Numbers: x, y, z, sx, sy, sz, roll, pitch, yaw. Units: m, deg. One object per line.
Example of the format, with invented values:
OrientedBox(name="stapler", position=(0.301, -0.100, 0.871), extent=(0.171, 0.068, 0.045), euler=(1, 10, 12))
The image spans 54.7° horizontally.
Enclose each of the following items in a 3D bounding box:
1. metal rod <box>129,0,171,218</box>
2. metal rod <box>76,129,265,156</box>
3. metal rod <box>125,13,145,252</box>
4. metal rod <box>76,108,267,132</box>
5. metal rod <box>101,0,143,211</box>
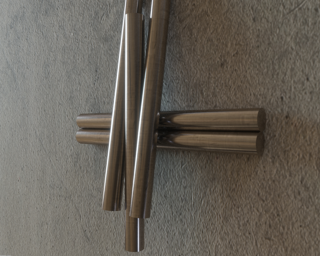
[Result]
OrientedBox(name="metal rod", position=(-0.010, -0.042, 0.385), extent=(0.025, 0.025, 0.298), euler=(0, 82, 39))
OrientedBox(name="metal rod", position=(-0.012, 0.015, 0.415), extent=(0.300, 0.025, 0.025), euler=(1, 91, 39))
OrientedBox(name="metal rod", position=(-0.032, 0.005, 0.398), extent=(0.025, 0.025, 0.298), euler=(0, 90, 39))
OrientedBox(name="metal rod", position=(-0.011, -0.010, 0.414), extent=(0.300, 0.025, 0.025), euler=(1, 91, 39))
OrientedBox(name="metal rod", position=(-0.049, -0.042, 0.417), extent=(0.025, 0.025, 0.298), euler=(0, 82, 39))
